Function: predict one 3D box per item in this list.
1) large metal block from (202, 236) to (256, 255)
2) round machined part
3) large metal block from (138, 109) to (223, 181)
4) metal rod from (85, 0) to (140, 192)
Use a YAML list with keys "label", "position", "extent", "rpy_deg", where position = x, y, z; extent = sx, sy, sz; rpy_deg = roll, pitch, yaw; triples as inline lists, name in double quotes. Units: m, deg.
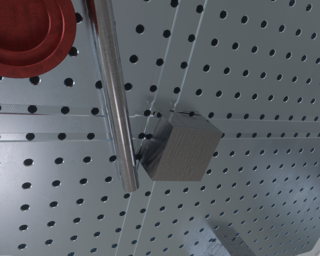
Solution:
- label: "large metal block"
  position: [0.136, 0.272, 0.638]
  extent: [0.081, 0.050, 0.080]
  rpy_deg: [18, 109, -35]
- label: "round machined part"
  position: [-0.128, -0.097, 0.271]
  extent: [0.099, 0.042, 0.097]
  rpy_deg: [-14, 124, -21]
- label: "large metal block"
  position: [0.027, 0.026, 0.425]
  extent: [0.081, 0.050, 0.079]
  rpy_deg: [7, 115, -32]
- label: "metal rod"
  position: [-0.052, -0.042, 0.356]
  extent: [0.025, 0.025, 0.298]
  rpy_deg: [-18, 126, -18]
